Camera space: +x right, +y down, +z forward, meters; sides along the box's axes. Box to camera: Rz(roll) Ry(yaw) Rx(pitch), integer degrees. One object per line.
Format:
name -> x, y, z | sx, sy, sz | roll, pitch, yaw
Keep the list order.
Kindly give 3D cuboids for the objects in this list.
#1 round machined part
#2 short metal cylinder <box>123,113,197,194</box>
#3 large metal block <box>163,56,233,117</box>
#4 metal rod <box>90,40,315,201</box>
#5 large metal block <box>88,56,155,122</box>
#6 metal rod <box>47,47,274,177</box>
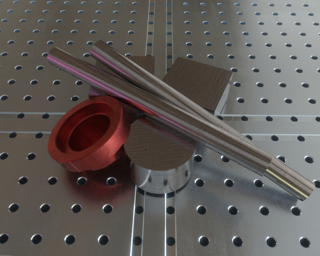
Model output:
round machined part -> -0.078, 0.011, 0.367 | 0.098, 0.042, 0.098 | -16, 44, 17
short metal cylinder -> 0.000, 0.029, 0.361 | 0.081, 0.050, 0.080 | 0, 50, 0
large metal block -> 0.046, -0.045, 0.423 | 0.080, 0.050, 0.080 | 19, 53, 15
metal rod -> 0.042, -0.014, 0.366 | 0.300, 0.025, 0.025 | 35, 57, 9
large metal block -> -0.048, -0.055, 0.428 | 0.081, 0.050, 0.080 | 1, 50, 0
metal rod -> -0.016, -0.029, 0.360 | 0.300, 0.025, 0.025 | 28, 56, 20
